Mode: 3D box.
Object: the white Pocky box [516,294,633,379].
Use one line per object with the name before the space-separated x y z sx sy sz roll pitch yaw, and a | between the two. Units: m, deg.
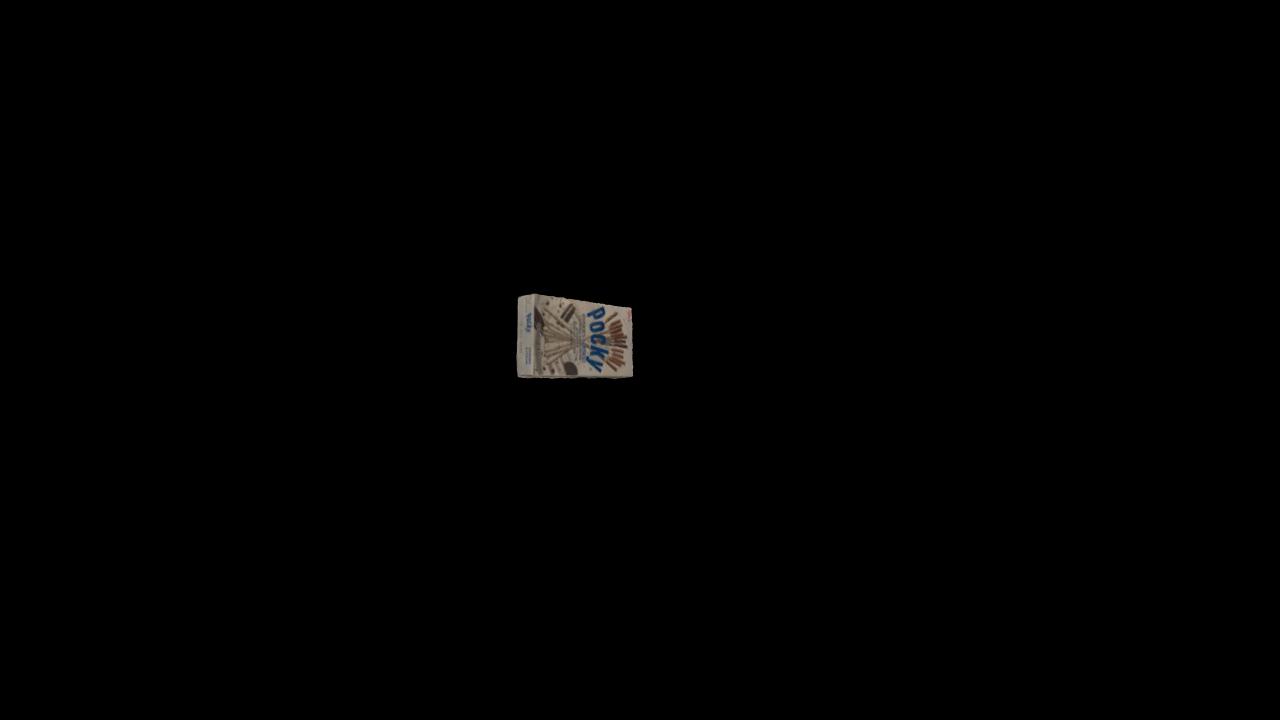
white Pocky box | -0.066 -0.022 0.663 0.028 0.084 0.154 -3 -3 39
